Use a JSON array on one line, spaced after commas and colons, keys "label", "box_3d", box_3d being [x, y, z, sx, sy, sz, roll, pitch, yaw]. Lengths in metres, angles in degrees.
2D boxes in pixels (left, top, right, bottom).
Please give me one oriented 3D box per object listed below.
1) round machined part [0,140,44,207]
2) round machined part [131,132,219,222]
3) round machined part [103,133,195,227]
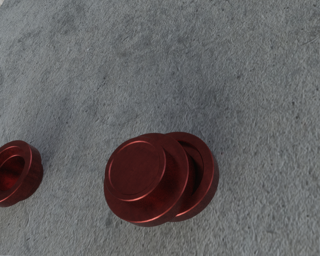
[{"label": "round machined part", "box_3d": [-0.216, 0.071, 0.463, 0.098, 0.042, 0.098, -13, 56, 21]}, {"label": "round machined part", "box_3d": [0.019, 0.057, 0.348, 0.098, 0.042, 0.098, -13, 56, 21]}, {"label": "round machined part", "box_3d": [-0.017, 0.048, 0.319, 0.098, 0.042, 0.098, -13, 56, 21]}]
